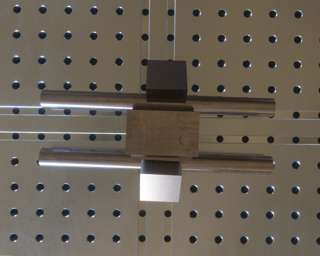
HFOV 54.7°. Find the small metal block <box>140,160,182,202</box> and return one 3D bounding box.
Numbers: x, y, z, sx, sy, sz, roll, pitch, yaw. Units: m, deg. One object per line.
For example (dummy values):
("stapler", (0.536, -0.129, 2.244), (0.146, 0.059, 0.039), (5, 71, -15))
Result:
("small metal block", (0.001, 0.068, 0.398), (0.050, 0.025, 0.050), (3, 128, -1))

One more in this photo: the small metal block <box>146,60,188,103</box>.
("small metal block", (0.008, -0.060, 0.398), (0.050, 0.025, 0.050), (1, 56, -1))

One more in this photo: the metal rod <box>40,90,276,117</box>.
("metal rod", (-0.002, -0.032, 0.409), (0.302, 0.025, 0.025), (2, 90, -1))

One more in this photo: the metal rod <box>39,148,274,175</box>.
("metal rod", (-0.004, 0.044, 0.410), (0.302, 0.025, 0.025), (2, 90, -1))

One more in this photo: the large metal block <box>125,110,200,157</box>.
("large metal block", (0.003, 0.006, 0.381), (0.081, 0.080, 0.050), (2, 90, 0))
